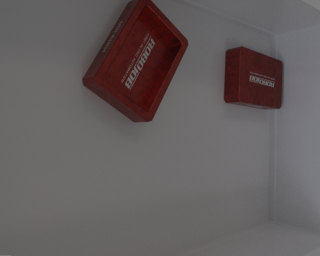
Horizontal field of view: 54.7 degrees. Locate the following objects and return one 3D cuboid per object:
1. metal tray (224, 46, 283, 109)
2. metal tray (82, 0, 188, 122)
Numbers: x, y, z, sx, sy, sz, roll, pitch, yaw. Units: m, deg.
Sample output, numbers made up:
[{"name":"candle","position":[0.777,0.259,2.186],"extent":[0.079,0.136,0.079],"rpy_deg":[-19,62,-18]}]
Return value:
[{"name":"metal tray","position":[0.167,-0.083,0.542],"extent":[0.131,0.030,0.089],"rpy_deg":[4,88,-40]},{"name":"metal tray","position":[-0.024,-0.083,0.382],"extent":[0.090,0.030,0.130],"rpy_deg":[38,67,-33]}]
